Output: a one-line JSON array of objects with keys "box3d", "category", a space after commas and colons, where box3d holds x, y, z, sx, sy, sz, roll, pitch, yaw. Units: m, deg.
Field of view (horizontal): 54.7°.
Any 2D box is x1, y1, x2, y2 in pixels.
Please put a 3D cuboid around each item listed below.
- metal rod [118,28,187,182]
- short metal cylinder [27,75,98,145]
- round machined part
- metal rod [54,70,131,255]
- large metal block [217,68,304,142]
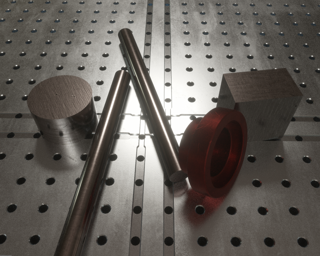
[{"box3d": [-0.019, -0.054, 0.452, 0.025, 0.025, 0.300, -12, 51, -11], "category": "metal rod"}, {"box3d": [-0.126, -0.025, 0.411, 0.081, 0.050, 0.080, 0, 50, 0], "category": "short metal cylinder"}, {"box3d": [0.057, 0.025, 0.344, 0.042, 0.098, 0.098, 14, 49, 36], "category": "round machined part"}, {"box3d": [-0.075, 0.035, 0.377, 0.025, 0.025, 0.300, 6, 50, 4], "category": "metal rod"}, {"box3d": [0.120, -0.026, 0.395, 0.081, 0.080, 0.050, -6, 50, -6], "category": "large metal block"}]
